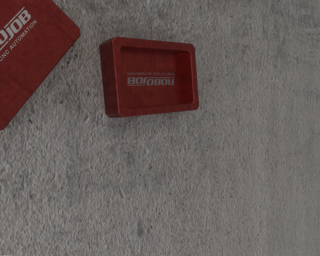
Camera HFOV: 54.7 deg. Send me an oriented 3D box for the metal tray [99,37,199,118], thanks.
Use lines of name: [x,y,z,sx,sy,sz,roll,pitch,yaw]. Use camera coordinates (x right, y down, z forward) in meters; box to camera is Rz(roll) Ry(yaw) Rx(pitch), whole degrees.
metal tray: [-0.008,-0.063,0.393,0.131,0.030,0.089,-8,95,-40]

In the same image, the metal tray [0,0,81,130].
metal tray: [-0.145,-0.073,0.279,0.090,0.030,0.130,44,64,-31]
